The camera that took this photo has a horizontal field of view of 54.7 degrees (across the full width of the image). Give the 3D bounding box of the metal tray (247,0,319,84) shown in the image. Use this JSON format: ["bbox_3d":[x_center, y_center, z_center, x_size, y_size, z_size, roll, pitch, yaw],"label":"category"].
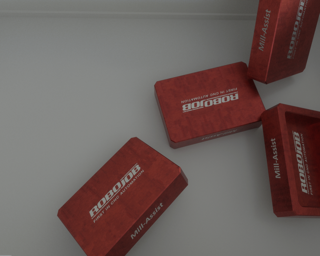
[{"bbox_3d":[0.160,-0.128,0.391,0.091,0.129,0.030,-20,36,-32],"label":"metal tray"}]

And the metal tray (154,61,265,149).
[{"bbox_3d":[0.066,-0.032,0.419,0.131,0.030,0.090,-14,71,-5],"label":"metal tray"}]

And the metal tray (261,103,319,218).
[{"bbox_3d":[0.174,0.041,0.374,0.091,0.030,0.130,8,68,-23],"label":"metal tray"}]

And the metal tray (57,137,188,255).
[{"bbox_3d":[-0.043,0.080,0.356,0.130,0.030,0.090,-45,48,-15],"label":"metal tray"}]
